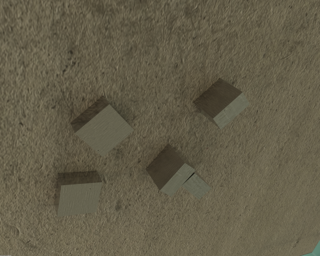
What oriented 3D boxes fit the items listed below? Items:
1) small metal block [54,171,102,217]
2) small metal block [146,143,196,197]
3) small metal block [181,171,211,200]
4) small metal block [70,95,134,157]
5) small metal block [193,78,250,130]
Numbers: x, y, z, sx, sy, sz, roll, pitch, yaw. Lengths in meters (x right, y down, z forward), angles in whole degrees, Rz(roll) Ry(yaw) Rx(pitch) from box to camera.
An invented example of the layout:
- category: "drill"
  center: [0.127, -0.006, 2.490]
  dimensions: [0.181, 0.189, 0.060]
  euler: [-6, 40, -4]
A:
- category: "small metal block"
  center: [-0.107, 0.084, 0.401]
  dimensions: [0.050, 0.025, 0.050]
  euler: [1, 118, -29]
- category: "small metal block"
  center: [0.014, 0.058, 0.434]
  dimensions: [0.050, 0.050, 0.025]
  euler: [-49, 129, 6]
- category: "small metal block"
  center: [0.042, 0.072, 0.458]
  dimensions: [0.025, 0.050, 0.050]
  euler: [-44, 130, 3]
- category: "small metal block"
  center: [-0.068, -0.002, 0.369]
  dimensions: [0.050, 0.025, 0.050]
  euler: [-41, 130, -1]
- category: "small metal block"
  center: [0.081, -0.033, 0.414]
  dimensions: [0.050, 0.050, 0.025]
  euler: [-42, 130, 0]
